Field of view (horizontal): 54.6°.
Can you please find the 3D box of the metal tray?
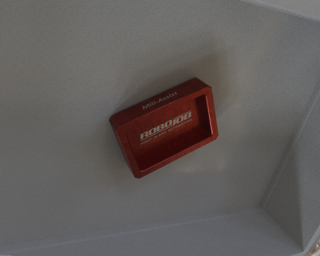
[{"bbox_3d":[0.010,0.000,0.406,0.131,0.030,0.090,-26,128,-13],"label":"metal tray"}]
